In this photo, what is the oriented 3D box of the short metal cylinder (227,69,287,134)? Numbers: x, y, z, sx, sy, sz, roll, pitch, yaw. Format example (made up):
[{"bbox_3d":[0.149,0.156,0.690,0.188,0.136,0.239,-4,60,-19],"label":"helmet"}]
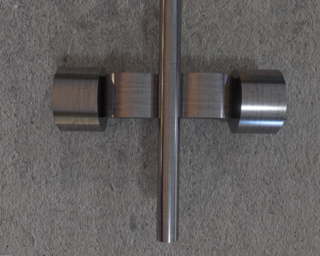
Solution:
[{"bbox_3d":[0.116,-0.033,0.385,0.050,0.080,0.080,1,90,0],"label":"short metal cylinder"}]

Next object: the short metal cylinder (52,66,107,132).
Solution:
[{"bbox_3d":[-0.095,-0.035,0.383,0.050,0.080,0.080,1,90,0],"label":"short metal cylinder"}]

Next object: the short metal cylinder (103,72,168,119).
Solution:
[{"bbox_3d":[-0.030,-0.037,0.383,0.081,0.080,0.050,1,90,0],"label":"short metal cylinder"}]

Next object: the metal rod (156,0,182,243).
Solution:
[{"bbox_3d":[0.010,-0.024,0.350,0.025,0.025,0.298,1,90,0],"label":"metal rod"}]

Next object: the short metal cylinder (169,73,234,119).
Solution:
[{"bbox_3d":[0.050,-0.037,0.384,0.081,0.080,0.050,1,90,0],"label":"short metal cylinder"}]
